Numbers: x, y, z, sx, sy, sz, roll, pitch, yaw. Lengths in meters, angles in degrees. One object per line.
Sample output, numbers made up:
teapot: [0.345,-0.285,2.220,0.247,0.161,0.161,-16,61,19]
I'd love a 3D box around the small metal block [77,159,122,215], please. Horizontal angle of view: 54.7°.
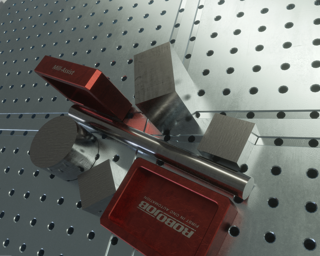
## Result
small metal block: [-0.076,0.076,0.402,0.050,0.025,0.050,-28,52,10]

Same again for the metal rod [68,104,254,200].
metal rod: [-0.022,0.018,0.408,0.300,0.025,0.025,21,73,36]

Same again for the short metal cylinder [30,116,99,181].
short metal cylinder: [-0.137,0.029,0.445,0.080,0.050,0.080,-13,56,21]

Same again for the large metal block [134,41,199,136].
large metal block: [0.008,-0.048,0.400,0.050,0.080,0.080,-17,55,19]

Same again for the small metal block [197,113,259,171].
small metal block: [0.079,0.015,0.357,0.050,0.025,0.050,19,71,35]

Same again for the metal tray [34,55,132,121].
metal tray: [-0.114,-0.060,0.462,0.130,0.090,0.030,20,73,35]

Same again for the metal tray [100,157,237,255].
metal tray: [0.006,0.096,0.342,0.130,0.030,0.090,20,72,35]
